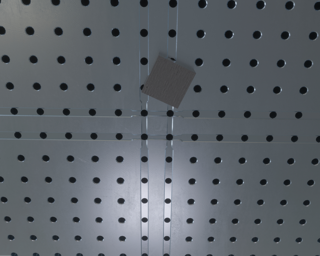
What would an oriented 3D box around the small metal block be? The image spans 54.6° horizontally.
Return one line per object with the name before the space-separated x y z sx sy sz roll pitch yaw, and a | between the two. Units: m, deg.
small metal block | 0.010 -0.060 0.391 0.050 0.025 0.050 24 108 -9
